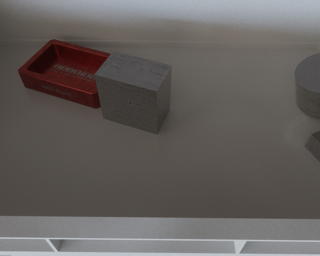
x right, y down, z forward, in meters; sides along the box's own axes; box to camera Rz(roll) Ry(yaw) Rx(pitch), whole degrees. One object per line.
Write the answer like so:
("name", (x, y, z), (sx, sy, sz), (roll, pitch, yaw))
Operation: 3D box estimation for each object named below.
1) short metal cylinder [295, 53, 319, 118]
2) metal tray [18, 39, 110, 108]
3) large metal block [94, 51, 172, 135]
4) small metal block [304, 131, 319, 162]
("short metal cylinder", (0.230, -0.059, 0.426), (0.080, 0.050, 0.080), (-13, 47, 15))
("metal tray", (-0.132, -0.086, 0.471), (0.130, 0.030, 0.090), (17, 52, 13))
("large metal block", (-0.032, -0.045, 0.407), (0.080, 0.080, 0.050), (17, 52, 13))
("small metal block", (0.222, 0.025, 0.387), (0.050, 0.025, 0.050), (-20, 53, -17))
